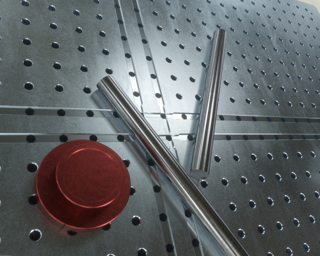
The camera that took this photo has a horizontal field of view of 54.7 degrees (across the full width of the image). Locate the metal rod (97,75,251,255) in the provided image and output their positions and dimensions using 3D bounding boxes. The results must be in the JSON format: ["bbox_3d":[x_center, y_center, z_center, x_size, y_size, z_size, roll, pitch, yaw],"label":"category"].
[{"bbox_3d":[0.018,0.056,0.385,0.025,0.025,0.300,-31,79,-38],"label":"metal rod"}]

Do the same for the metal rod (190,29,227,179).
[{"bbox_3d":[0.082,-0.057,0.488,0.025,0.025,0.300,25,53,-14],"label":"metal rod"}]

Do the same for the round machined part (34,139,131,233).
[{"bbox_3d":[-0.077,0.055,0.323,0.099,0.042,0.098,14,56,-21],"label":"round machined part"}]
